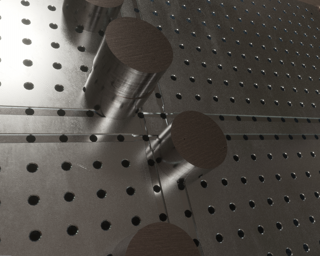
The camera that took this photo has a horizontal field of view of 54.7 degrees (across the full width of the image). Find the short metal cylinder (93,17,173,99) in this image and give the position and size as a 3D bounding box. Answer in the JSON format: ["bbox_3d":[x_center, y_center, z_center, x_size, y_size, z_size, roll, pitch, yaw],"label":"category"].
[{"bbox_3d":[-0.032,-0.081,0.362,0.081,0.050,0.080,14,56,-21],"label":"short metal cylinder"}]

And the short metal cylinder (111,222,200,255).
[{"bbox_3d":[-0.006,0.139,0.305,0.081,0.050,0.080,14,56,-21],"label":"short metal cylinder"}]

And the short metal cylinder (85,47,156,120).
[{"bbox_3d":[-0.051,-0.057,0.401,0.081,0.050,0.080,14,56,-21],"label":"short metal cylinder"}]

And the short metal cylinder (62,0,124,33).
[{"bbox_3d":[-0.098,-0.188,0.455,0.081,0.050,0.080,14,56,-21],"label":"short metal cylinder"}]

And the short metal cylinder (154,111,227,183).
[{"bbox_3d":[0.039,0.025,0.400,0.081,0.050,0.080,14,56,-21],"label":"short metal cylinder"}]
